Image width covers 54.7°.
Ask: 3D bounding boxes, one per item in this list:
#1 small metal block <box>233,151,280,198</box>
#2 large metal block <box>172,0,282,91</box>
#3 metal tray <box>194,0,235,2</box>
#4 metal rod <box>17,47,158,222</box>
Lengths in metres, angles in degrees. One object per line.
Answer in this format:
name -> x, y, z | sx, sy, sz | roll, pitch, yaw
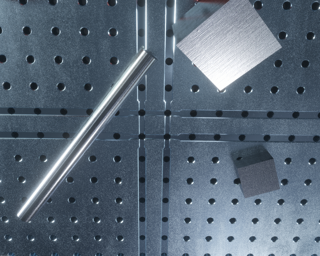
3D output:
small metal block -> 0.137, 0.066, 0.440 | 0.050, 0.025, 0.050 | -17, 110, 5
large metal block -> 0.072, -0.102, 0.344 | 0.080, 0.050, 0.080 | -36, 125, 24
metal tray -> 0.078, -0.207, 0.335 | 0.091, 0.030, 0.129 | -8, 110, 2
metal rod -> -0.106, 0.019, 0.418 | 0.025, 0.025, 0.299 | 37, 106, -13
